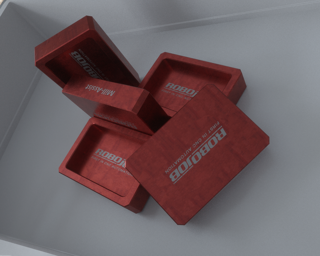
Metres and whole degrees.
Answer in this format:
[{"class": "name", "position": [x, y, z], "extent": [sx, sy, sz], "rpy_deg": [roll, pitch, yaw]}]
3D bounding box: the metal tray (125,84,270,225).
[{"class": "metal tray", "position": [0.039, 0.028, 0.337], "extent": [0.130, 0.030, 0.090], "rpy_deg": [-43, 80, -2]}]

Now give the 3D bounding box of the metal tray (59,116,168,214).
[{"class": "metal tray", "position": [-0.061, 0.043, 0.403], "extent": [0.130, 0.030, 0.090], "rpy_deg": [17, 70, 34]}]

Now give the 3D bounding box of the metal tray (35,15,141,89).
[{"class": "metal tray", "position": [-0.095, -0.081, 0.433], "extent": [0.090, 0.130, 0.030], "rpy_deg": [-27, 53, 12]}]

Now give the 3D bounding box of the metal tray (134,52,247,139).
[{"class": "metal tray", "position": [0.034, -0.047, 0.410], "extent": [0.130, 0.030, 0.090], "rpy_deg": [23, 74, 36]}]

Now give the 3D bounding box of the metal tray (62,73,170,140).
[{"class": "metal tray", "position": [-0.053, -0.024, 0.401], "extent": [0.130, 0.090, 0.030], "rpy_deg": [17, 71, 34]}]
